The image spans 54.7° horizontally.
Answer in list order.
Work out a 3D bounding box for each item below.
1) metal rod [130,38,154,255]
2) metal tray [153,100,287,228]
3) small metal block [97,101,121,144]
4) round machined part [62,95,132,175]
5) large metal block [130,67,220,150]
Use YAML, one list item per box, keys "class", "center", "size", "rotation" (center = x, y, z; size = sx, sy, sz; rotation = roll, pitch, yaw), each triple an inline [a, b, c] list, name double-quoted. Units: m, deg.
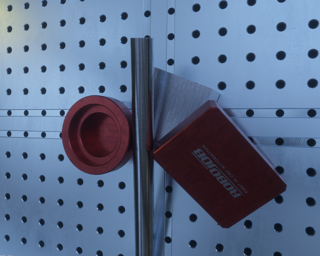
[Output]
- class: "metal rod"
  center: [-0.020, 0.046, 0.373]
  size: [0.025, 0.025, 0.298]
  rotation: [6, 108, 20]
- class: "metal tray"
  center: [0.068, 0.044, 0.355]
  size: [0.090, 0.030, 0.130]
  rotation: [-40, 103, 16]
- class: "small metal block"
  center: [-0.074, -0.007, 0.435]
  size: [0.050, 0.025, 0.050]
  rotation: [-23, 82, 18]
- class: "round machined part"
  center: [-0.072, 0.008, 0.396]
  size: [0.098, 0.042, 0.097]
  rotation: [0, 91, 23]
- class: "large metal block"
  center: [0.019, -0.023, 0.389]
  size: [0.080, 0.050, 0.080]
  rotation: [24, 98, 18]
